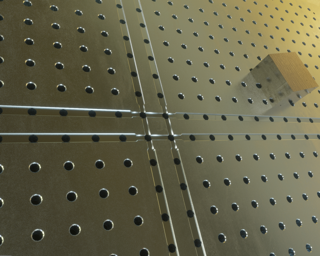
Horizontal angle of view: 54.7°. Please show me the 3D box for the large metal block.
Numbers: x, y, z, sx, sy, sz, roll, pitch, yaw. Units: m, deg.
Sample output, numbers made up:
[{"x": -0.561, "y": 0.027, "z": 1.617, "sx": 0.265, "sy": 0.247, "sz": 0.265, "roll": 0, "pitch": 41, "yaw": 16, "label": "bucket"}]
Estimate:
[{"x": 0.229, "y": -0.091, "z": 0.570, "sx": 0.081, "sy": 0.050, "sz": 0.080, "roll": -13, "pitch": 69, "yaw": -34, "label": "large metal block"}]
